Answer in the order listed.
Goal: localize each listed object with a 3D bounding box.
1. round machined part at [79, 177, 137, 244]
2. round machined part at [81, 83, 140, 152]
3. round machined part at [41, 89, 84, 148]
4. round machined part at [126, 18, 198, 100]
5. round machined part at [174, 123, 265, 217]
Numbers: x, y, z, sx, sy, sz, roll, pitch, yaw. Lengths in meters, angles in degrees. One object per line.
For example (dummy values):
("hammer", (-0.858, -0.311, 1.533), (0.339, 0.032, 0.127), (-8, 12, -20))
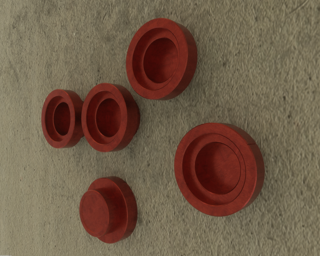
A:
("round machined part", (-0.083, 0.123, 0.463), (0.098, 0.042, 0.097), (0, 90, 40))
("round machined part", (-0.067, -0.015, 0.450), (0.098, 0.042, 0.097), (0, 90, 40))
("round machined part", (-0.155, -0.015, 0.522), (0.098, 0.042, 0.097), (0, 90, 40))
("round machined part", (0.006, -0.083, 0.389), (0.098, 0.042, 0.097), (0, 90, 40))
("round machined part", (0.067, 0.043, 0.339), (0.098, 0.042, 0.097), (0, 90, 40))
